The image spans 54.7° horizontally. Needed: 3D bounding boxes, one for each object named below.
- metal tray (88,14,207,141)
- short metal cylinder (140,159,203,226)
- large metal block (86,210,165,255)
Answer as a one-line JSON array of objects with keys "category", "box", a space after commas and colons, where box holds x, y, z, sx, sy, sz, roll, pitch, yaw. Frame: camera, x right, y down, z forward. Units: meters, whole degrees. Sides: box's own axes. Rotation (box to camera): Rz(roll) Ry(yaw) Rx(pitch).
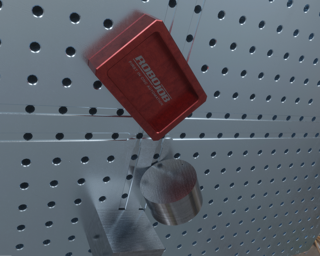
[{"category": "metal tray", "box": [-0.009, -0.054, 0.370, 0.090, 0.030, 0.130, -40, 130, -1]}, {"category": "short metal cylinder", "box": [0.017, 0.090, 0.443, 0.080, 0.080, 0.050, -27, 128, -12]}, {"category": "large metal block", "box": [-0.052, 0.166, 0.451, 0.081, 0.080, 0.050, 11, 113, -33]}]
